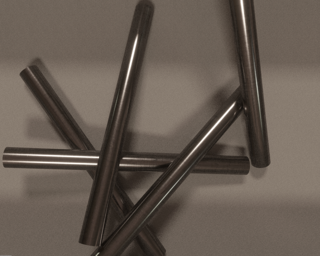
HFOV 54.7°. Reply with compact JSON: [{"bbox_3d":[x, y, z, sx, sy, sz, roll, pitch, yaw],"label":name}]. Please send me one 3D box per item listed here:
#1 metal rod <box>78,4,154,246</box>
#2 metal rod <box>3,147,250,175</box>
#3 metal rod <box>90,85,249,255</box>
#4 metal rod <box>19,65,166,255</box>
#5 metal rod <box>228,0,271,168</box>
[{"bbox_3d":[-0.049,-0.015,0.376,0.025,0.025,0.299,11,76,-1],"label":"metal rod"},{"bbox_3d":[-0.035,0.043,0.392,0.302,0.025,0.025,3,90,-8],"label":"metal rod"},{"bbox_3d":[0.014,0.060,0.370,0.025,0.025,0.300,43,78,0],"label":"metal rod"},{"bbox_3d":[-0.088,0.047,0.410,0.025,0.025,0.299,-35,90,0],"label":"metal rod"},{"bbox_3d":[0.098,-0.081,0.347,0.025,0.025,0.298,-17,118,0],"label":"metal rod"}]
